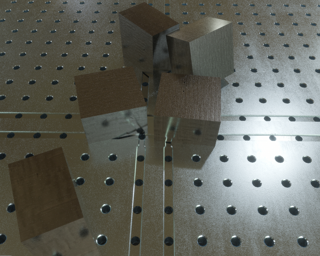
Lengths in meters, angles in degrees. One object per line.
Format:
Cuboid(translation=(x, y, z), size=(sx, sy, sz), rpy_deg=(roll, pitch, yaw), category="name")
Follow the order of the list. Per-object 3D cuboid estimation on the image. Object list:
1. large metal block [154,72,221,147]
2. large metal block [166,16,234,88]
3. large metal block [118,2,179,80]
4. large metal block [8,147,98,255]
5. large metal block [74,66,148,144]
Cuboid(translation=(0.037, -0.026, 0.414), size=(0.080, 0.050, 0.080), rpy_deg=(6, 50, 4), category="large metal block")
Cuboid(translation=(0.061, -0.108, 0.457), size=(0.081, 0.080, 0.050), rpy_deg=(-31, 41, -24), category="large metal block")
Cuboid(translation=(-0.017, -0.137, 0.487), size=(0.050, 0.080, 0.080), rpy_deg=(-33, 58, -25), category="large metal block")
Cuboid(translation=(-0.103, 0.079, 0.304), size=(0.050, 0.080, 0.080), rpy_deg=(-19, 53, -16), category="large metal block")
Cuboid(translation=(-0.066, -0.033, 0.418), size=(0.081, 0.050, 0.080), rpy_deg=(-12, 51, -11), category="large metal block")
